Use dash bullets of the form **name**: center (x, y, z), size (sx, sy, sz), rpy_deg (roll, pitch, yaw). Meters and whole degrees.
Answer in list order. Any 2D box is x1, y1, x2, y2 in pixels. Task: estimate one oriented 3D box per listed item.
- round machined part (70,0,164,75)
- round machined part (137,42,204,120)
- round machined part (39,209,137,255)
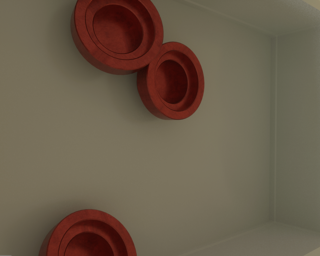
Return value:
- **round machined part**: center (-0.049, -0.106, 0.344), size (0.099, 0.042, 0.097), rpy_deg (4, 81, -26)
- **round machined part**: center (0.009, -0.059, 0.403), size (0.099, 0.042, 0.097), rpy_deg (0, 90, -40)
- **round machined part**: center (-0.075, 0.137, 0.314), size (0.098, 0.042, 0.098), rpy_deg (28, 40, -26)
